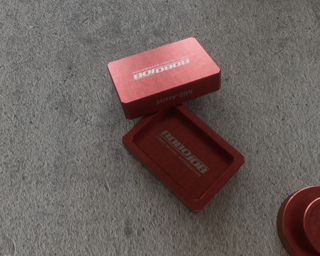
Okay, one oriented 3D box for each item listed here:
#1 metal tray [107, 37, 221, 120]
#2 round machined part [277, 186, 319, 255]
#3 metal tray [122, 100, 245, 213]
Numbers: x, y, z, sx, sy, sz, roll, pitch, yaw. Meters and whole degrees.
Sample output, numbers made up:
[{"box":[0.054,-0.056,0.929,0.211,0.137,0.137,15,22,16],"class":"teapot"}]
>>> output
[{"box":[0.004,-0.069,0.414,0.131,0.030,0.090,-19,49,-7],"class":"metal tray"},{"box":[0.192,0.116,0.359,0.099,0.042,0.098,0,70,-1],"class":"round machined part"},{"box":[0.028,0.031,0.394,0.130,0.030,0.090,42,75,13],"class":"metal tray"}]
